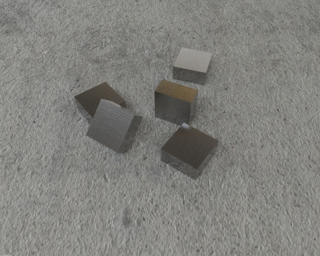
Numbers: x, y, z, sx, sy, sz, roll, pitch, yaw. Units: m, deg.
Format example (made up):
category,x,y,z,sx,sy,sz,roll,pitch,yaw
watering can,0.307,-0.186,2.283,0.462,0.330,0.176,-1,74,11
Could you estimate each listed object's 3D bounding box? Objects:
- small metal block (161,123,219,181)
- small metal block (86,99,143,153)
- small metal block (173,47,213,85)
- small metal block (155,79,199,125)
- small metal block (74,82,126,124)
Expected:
category,x,y,z,sx,sy,sz,roll,pitch,yaw
small metal block,0.036,0.028,0.380,0.050,0.025,0.050,29,56,22
small metal block,-0.057,-0.003,0.387,0.050,0.025,0.050,26,97,20
small metal block,0.051,-0.097,0.485,0.050,0.025,0.050,14,51,11
small metal block,0.021,-0.032,0.414,0.050,0.050,0.025,19,53,15
small metal block,-0.082,-0.032,0.429,0.050,0.025,0.050,-31,57,-24
